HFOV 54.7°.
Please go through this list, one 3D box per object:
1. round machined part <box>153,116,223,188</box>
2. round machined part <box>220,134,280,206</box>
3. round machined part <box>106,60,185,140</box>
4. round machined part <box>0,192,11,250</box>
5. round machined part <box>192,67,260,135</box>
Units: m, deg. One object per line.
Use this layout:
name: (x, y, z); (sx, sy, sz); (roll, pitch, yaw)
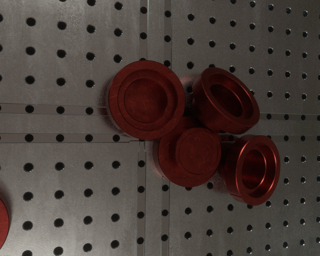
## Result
round machined part: (0.044, 0.032, 0.421); (0.099, 0.042, 0.097); (0, 90, -20)
round machined part: (0.125, 0.058, 0.443); (0.099, 0.042, 0.097); (-2, 94, -36)
round machined part: (-0.021, -0.034, 0.396); (0.099, 0.042, 0.097); (0, 89, -20)
round machined part: (-0.213, 0.105, 0.325); (0.099, 0.042, 0.097); (0, 90, -21)
round machined part: (0.083, -0.032, 0.419); (0.099, 0.042, 0.098); (21, 46, -23)
